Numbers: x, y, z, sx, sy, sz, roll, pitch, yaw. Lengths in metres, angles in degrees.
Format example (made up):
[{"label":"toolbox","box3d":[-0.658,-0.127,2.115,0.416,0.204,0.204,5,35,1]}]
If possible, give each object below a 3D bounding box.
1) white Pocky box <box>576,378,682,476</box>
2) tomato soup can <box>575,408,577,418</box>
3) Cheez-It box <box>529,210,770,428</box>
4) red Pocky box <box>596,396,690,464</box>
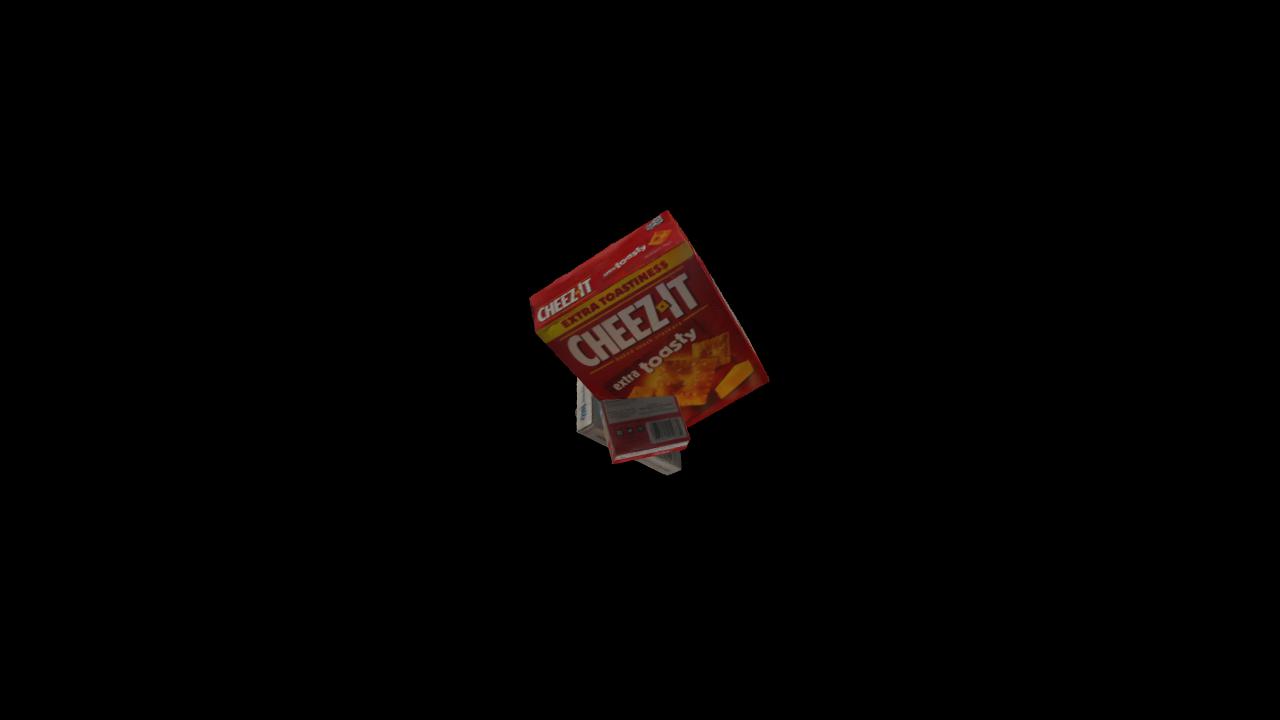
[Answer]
[{"label":"white Pocky box","box3d":[-0.010,0.070,0.705,0.028,0.084,0.154,-29,-43,29]},{"label":"tomato soup can","box3d":[-0.025,0.039,0.744,0.068,0.101,0.068,22,-33,15]},{"label":"Cheez-It box","box3d":[0.017,-0.020,0.640,0.166,0.071,0.223,-31,-49,9]},{"label":"red Pocky box","box3d":[-0.008,0.031,0.661,0.083,0.155,0.028,-9,-31,-14]}]
